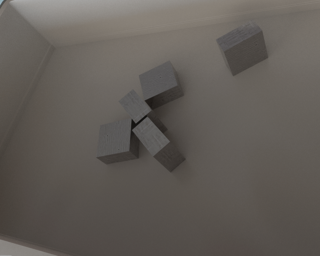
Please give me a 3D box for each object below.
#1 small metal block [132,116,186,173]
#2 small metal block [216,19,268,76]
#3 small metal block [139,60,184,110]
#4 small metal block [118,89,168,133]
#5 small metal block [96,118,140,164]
[{"bbox_3d":[-0.001,0.020,0.376,0.025,0.050,0.050,-42,51,0],"label":"small metal block"},{"bbox_3d":[0.106,-0.101,0.396,0.050,0.050,0.025,-28,53,10],"label":"small metal block"},{"bbox_3d":[0.001,-0.061,0.441,0.050,0.025,0.050,-24,53,13],"label":"small metal block"},{"bbox_3d":[-0.022,-0.017,0.410,0.025,0.050,0.050,-41,51,1],"label":"small metal block"},{"bbox_3d":[-0.056,0.018,0.422,0.050,0.025,0.050,-12,57,21],"label":"small metal block"}]
